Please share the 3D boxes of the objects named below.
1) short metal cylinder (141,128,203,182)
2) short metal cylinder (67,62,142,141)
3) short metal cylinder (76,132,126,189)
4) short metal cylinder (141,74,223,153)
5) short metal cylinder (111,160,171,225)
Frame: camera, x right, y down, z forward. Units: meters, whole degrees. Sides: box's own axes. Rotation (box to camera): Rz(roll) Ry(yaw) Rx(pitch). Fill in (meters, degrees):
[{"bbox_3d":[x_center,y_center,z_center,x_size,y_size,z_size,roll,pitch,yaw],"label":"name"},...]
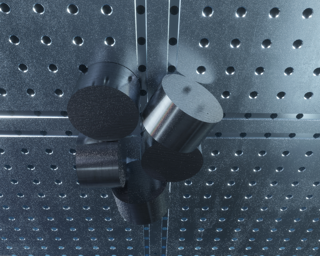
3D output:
[{"bbox_3d":[0.016,0.029,0.420,0.081,0.050,0.079,-1,131,0],"label":"short metal cylinder"},{"bbox_3d":[-0.064,-0.031,0.368,0.080,0.050,0.079,0,131,1],"label":"short metal cylinder"},{"bbox_3d":[-0.075,0.039,0.409,0.050,0.080,0.079,-2,130,1],"label":"short metal cylinder"},{"bbox_3d":[0.025,-0.018,0.361,0.080,0.080,0.050,22,126,-18],"label":"short metal cylinder"},{"bbox_3d":[-0.026,0.093,0.453,0.080,0.080,0.050,-5,130,4],"label":"short metal cylinder"}]
